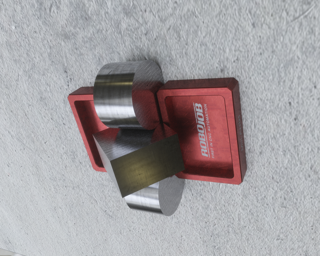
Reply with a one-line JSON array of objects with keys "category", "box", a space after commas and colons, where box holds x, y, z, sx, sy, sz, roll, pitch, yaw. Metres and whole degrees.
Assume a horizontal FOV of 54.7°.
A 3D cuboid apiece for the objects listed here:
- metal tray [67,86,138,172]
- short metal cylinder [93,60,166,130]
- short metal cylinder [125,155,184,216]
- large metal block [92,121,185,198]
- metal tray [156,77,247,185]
[{"category": "metal tray", "box": [-0.070, 0.005, 0.446, 0.090, 0.030, 0.129, 1, 119, 27]}, {"category": "short metal cylinder", "box": [-0.033, -0.038, 0.366, 0.050, 0.080, 0.080, 2, 119, 27]}, {"category": "short metal cylinder", "box": [-0.006, 0.076, 0.423, 0.050, 0.080, 0.080, 2, 119, 27]}, {"category": "large metal block", "box": [-0.028, 0.029, 0.378, 0.080, 0.081, 0.050, 39, 146, 58]}, {"category": "metal tray", "box": [0.054, 0.005, 0.381, 0.090, 0.030, 0.129, 1, 119, 27]}]
